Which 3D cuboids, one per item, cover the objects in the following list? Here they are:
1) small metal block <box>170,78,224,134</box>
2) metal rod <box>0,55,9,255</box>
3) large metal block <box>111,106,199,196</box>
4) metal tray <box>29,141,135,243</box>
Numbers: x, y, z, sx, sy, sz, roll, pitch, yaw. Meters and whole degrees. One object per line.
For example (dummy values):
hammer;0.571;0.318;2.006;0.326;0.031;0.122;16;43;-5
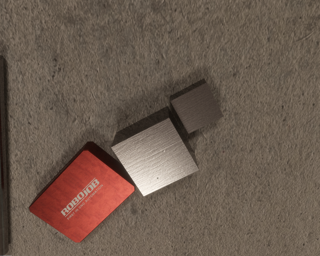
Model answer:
small metal block;0.047;-0.028;0.400;0.050;0.025;0.050;-27;108;9
metal rod;-0.225;0.051;0.425;0.025;0.025;0.298;8;110;-3
large metal block;-0.005;0.030;0.407;0.080;0.050;0.080;-27;108;9
metal tray;-0.108;0.093;0.440;0.090;0.030;0.130;41;105;-14
